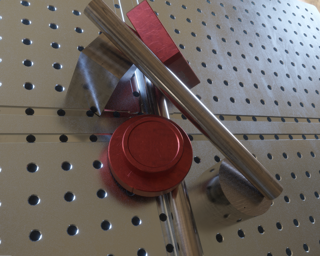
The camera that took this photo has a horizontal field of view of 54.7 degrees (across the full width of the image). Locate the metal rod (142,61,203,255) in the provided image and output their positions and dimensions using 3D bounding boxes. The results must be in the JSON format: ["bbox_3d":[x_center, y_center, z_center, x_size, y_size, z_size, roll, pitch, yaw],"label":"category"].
[{"bbox_3d":[0.006,0.012,0.406,0.025,0.025,0.299,2,61,-28],"label":"metal rod"}]

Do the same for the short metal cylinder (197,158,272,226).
[{"bbox_3d":[0.096,0.079,0.398,0.081,0.050,0.080,14,56,-21],"label":"short metal cylinder"}]

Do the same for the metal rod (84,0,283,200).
[{"bbox_3d":[0.032,-0.027,0.353,0.300,0.025,0.025,45,50,-8],"label":"metal rod"}]

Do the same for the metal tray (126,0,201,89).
[{"bbox_3d":[0.010,-0.105,0.426,0.090,0.030,0.130,60,11,15],"label":"metal tray"}]

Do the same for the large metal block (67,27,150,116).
[{"bbox_3d":[-0.064,-0.075,0.386,0.050,0.080,0.080,36,51,-5],"label":"large metal block"}]

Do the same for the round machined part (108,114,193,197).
[{"bbox_3d":[-0.010,0.026,0.357,0.099,0.042,0.098,4,62,-7],"label":"round machined part"}]
